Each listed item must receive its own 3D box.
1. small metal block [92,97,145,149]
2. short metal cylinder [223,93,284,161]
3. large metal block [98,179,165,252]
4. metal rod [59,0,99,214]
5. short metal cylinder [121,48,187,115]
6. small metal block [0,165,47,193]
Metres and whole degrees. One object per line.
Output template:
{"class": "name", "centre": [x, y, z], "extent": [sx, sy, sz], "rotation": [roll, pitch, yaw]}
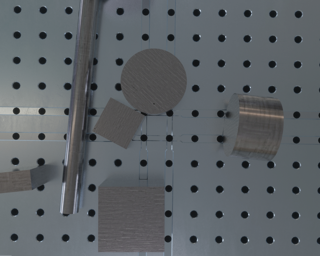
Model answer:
{"class": "small metal block", "centre": [-0.054, -0.006, 0.413], "extent": [0.050, 0.025, 0.050], "rotation": [28, 90, 0]}
{"class": "short metal cylinder", "centre": [0.113, -0.001, 0.387], "extent": [0.050, 0.080, 0.080], "rotation": [7, 90, 0]}
{"class": "large metal block", "centre": [-0.035, 0.111, 0.401], "extent": [0.081, 0.050, 0.080], "rotation": [0, 90, 0]}
{"class": "metal rod", "centre": [-0.106, -0.038, 0.412], "extent": [0.025, 0.025, 0.298], "rotation": [6, 90, 0]}
{"class": "short metal cylinder", "centre": [-0.007, -0.057, 0.401], "extent": [0.081, 0.050, 0.080], "rotation": [0, 90, 0]}
{"class": "small metal block", "centre": [-0.181, 0.065, 0.399], "extent": [0.050, 0.050, 0.025], "rotation": [-6, 90, 0]}
